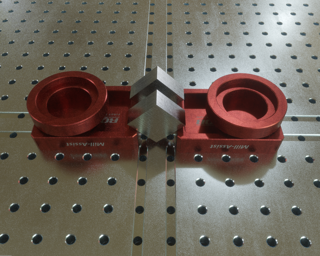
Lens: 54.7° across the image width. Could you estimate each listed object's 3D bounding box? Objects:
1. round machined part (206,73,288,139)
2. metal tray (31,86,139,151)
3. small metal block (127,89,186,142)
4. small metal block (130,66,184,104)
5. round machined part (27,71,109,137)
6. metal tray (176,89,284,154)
[{"bbox_3d":[0.108,-0.024,0.401,0.099,0.042,0.098,0,50,0],"label":"round machined part"},{"bbox_3d":[-0.094,-0.015,0.417,0.131,0.030,0.090,0,52,-1],"label":"metal tray"},{"bbox_3d":[-0.004,-0.013,0.383,0.050,0.050,0.025,-32,40,33],"label":"small metal block"},{"bbox_3d":[-0.004,-0.047,0.412,0.050,0.050,0.025,-32,40,33],"label":"small metal block"},{"bbox_3d":[-0.115,-0.026,0.402,0.099,0.042,0.098,0,50,0],"label":"round machined part"},{"bbox_3d":[0.087,-0.011,0.415,0.131,0.030,0.090,1,50,0],"label":"metal tray"}]
